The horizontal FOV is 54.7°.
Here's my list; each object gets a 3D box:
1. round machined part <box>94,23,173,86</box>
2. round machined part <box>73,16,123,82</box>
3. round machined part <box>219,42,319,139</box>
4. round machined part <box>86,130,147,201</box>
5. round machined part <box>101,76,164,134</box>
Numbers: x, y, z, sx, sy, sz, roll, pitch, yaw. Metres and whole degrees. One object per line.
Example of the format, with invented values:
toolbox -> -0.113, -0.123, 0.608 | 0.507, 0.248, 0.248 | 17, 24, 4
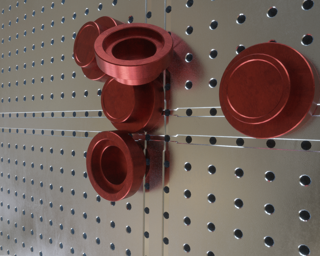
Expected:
round machined part -> -0.032, -0.092, 0.399 | 0.098, 0.099, 0.042 | 41, 150, 32
round machined part -> -0.094, -0.121, 0.466 | 0.098, 0.042, 0.097 | -7, 80, 43
round machined part -> 0.103, -0.038, 0.313 | 0.098, 0.042, 0.097 | 0, 90, 39
round machined part -> -0.058, 0.051, 0.442 | 0.098, 0.042, 0.097 | 4, 96, 40
round machined part -> -0.045, -0.041, 0.433 | 0.098, 0.042, 0.097 | 0, 90, 39
